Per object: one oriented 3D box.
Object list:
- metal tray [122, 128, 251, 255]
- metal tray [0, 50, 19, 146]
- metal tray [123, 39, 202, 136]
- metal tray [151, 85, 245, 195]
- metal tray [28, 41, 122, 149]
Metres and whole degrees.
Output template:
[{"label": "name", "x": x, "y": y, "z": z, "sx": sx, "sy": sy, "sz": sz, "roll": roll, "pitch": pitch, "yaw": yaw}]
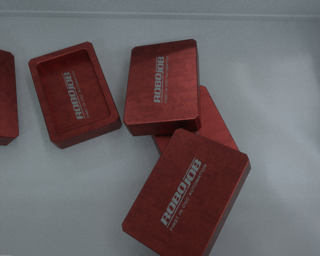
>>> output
[{"label": "metal tray", "x": 0.030, "y": 0.074, "z": 0.335, "sx": 0.090, "sy": 0.030, "sz": 0.130, "roll": 23, "pitch": 75, "yaw": 27}, {"label": "metal tray", "x": -0.233, "y": -0.045, "z": 0.391, "sx": 0.091, "sy": 0.030, "sz": 0.129, "roll": 8, "pitch": 62, "yaw": -46}, {"label": "metal tray", "x": 0.005, "y": -0.055, "z": 0.403, "sx": 0.090, "sy": 0.030, "sz": 0.130, "roll": -5, "pitch": 57, "yaw": 11}, {"label": "metal tray", "x": 0.043, "y": 0.018, "z": 0.401, "sx": 0.091, "sy": 0.030, "sz": 0.130, "roll": -21, "pitch": 72, "yaw": -8}, {"label": "metal tray", "x": -0.116, "y": -0.047, "z": 0.422, "sx": 0.091, "sy": 0.030, "sz": 0.130, "roll": -20, "pitch": 71, "yaw": -8}]
